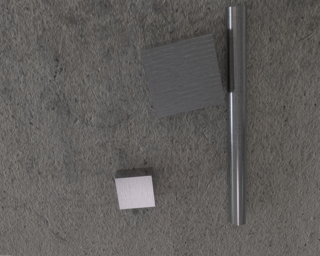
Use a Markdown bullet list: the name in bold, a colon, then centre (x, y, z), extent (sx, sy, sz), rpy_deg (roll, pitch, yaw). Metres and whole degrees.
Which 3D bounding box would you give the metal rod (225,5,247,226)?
- **metal rod**: centre (0.102, -0.002, 0.410), extent (0.025, 0.025, 0.298), rpy_deg (-5, 110, 2)

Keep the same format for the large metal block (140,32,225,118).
- **large metal block**: centre (0.027, -0.065, 0.373), extent (0.080, 0.050, 0.080), rpy_deg (-13, 110, 4)

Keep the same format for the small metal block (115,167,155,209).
- **small metal block**: centre (-0.034, 0.086, 0.441), extent (0.050, 0.025, 0.050), rpy_deg (-5, 110, 1)
